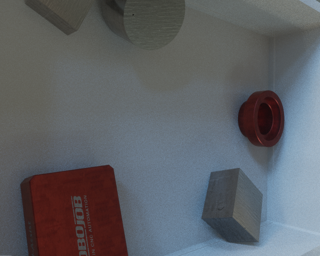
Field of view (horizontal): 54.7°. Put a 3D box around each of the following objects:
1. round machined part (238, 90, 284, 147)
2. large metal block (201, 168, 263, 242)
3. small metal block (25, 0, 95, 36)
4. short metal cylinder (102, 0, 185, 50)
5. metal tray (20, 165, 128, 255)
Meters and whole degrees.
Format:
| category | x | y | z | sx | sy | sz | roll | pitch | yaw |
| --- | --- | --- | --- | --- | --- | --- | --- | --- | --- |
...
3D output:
| category | x | y | z | sx | sy | sz | roll | pitch | yaw |
| --- | --- | --- | --- | --- | --- | --- | --- | --- | --- |
| round machined part | 0.175 | -0.016 | 0.545 | 0.099 | 0.042 | 0.097 | 0 | 90 | -40 |
| large metal block | 0.114 | 0.120 | 0.475 | 0.080 | 0.050 | 0.080 | 46 | 46 | -31 |
| small metal block | -0.101 | -0.135 | 0.323 | 0.050 | 0.025 | 0.050 | 35 | 69 | -35 |
| short metal cylinder | -0.018 | -0.136 | 0.356 | 0.081 | 0.050 | 0.079 | -21 | 130 | -27 |
| metal tray | -0.083 | 0.108 | 0.315 | 0.091 | 0.030 | 0.129 | -3 | 78 | -40 |
